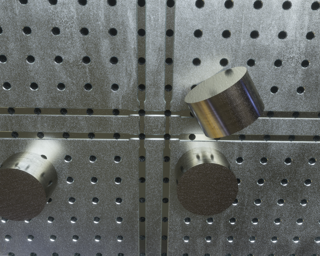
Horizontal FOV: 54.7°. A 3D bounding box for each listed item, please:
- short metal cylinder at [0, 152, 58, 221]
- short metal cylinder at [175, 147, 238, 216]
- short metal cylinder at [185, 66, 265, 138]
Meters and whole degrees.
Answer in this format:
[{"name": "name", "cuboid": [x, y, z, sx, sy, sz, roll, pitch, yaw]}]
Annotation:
[{"name": "short metal cylinder", "cuboid": [-0.189, 0.079, 0.427, 0.081, 0.050, 0.079, 0, 110, -1]}, {"name": "short metal cylinder", "cuboid": [0.062, 0.073, 0.428, 0.081, 0.050, 0.079, 0, 110, -1]}, {"name": "short metal cylinder", "cuboid": [0.077, -0.032, 0.374, 0.080, 0.080, 0.050, -29, 108, 10]}]
